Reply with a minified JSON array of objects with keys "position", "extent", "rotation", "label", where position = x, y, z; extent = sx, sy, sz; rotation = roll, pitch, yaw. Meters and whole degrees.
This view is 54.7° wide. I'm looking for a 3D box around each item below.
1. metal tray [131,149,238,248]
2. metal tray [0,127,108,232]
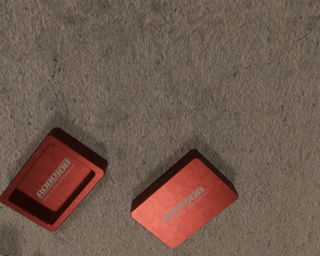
[{"position":[0.033,0.104,0.446],"extent":[0.130,0.030,0.090],"rotation":[-43,105,14],"label":"metal tray"},{"position":[-0.147,0.074,0.432],"extent":[0.090,0.030,0.130],"rotation":[38,105,-13],"label":"metal tray"}]
